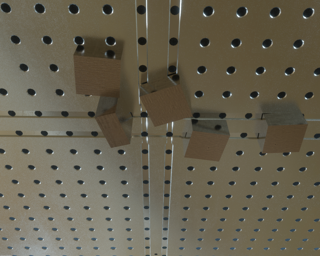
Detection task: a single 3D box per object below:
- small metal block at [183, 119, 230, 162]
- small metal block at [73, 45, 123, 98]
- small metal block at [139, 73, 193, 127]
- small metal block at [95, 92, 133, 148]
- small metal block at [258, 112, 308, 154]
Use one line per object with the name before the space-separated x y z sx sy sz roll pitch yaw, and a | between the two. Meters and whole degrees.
small metal block | 0.063 0.017 0.427 0.050 0.025 0.050 7 130 -7
small metal block | -0.070 -0.064 0.356 0.050 0.025 0.050 5 130 -4
small metal block | 0.008 -0.034 0.383 0.050 0.025 0.050 -16 129 13
small metal block | -0.055 -0.012 0.384 0.025 0.050 0.050 -12 129 10
small metal block | 0.164 0.007 0.419 0.050 0.025 0.050 -3 130 2
